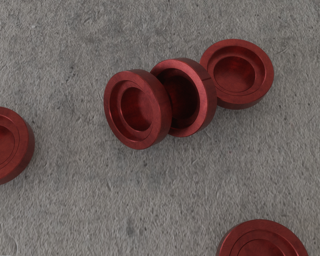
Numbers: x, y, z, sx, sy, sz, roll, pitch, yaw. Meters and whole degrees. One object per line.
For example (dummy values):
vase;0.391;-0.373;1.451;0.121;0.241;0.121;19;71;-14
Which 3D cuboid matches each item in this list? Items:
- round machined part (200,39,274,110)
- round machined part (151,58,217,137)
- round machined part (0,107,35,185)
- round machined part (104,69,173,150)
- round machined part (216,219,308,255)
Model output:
round machined part;0.100;-0.069;0.425;0.099;0.042;0.098;0;70;0
round machined part;0.031;-0.040;0.394;0.042;0.097;0.098;-22;67;-46
round machined part;-0.206;0.025;0.388;0.099;0.042;0.098;0;70;0
round machined part;-0.023;-0.025;0.389;0.042;0.097;0.098;-22;67;-46
round machined part;0.110;0.153;0.344;0.099;0.042;0.098;0;70;0
